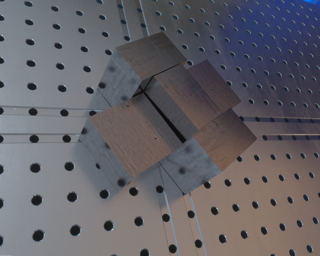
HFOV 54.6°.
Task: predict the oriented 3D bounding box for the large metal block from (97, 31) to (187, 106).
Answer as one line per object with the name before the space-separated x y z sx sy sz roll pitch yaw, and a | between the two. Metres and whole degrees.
large metal block | -0.024 -0.069 0.401 0.081 0.080 0.050 -32 79 -38

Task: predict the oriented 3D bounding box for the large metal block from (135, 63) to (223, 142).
large metal block | 0.018 -0.020 0.394 0.050 0.080 0.080 -33 80 -38

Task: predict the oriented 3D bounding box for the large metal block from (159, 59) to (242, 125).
large metal block | 0.056 -0.042 0.446 0.081 0.050 0.080 -33 82 -38

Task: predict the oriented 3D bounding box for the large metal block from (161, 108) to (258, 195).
large metal block | 0.060 0.029 0.386 0.081 0.080 0.050 -32 80 -39

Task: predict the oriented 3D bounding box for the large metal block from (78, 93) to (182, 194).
large metal block | -0.034 0.016 0.365 0.081 0.050 0.080 -30 78 -38
